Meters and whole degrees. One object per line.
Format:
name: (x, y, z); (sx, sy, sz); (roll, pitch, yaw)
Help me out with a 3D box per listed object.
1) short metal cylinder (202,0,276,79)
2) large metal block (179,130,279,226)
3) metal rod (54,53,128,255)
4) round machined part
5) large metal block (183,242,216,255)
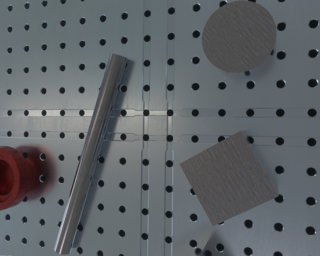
short metal cylinder: (0.095, -0.101, 0.366); (0.080, 0.050, 0.079); (0, 90, 20)
large metal block: (0.083, 0.057, 0.370); (0.080, 0.050, 0.080); (-31, 80, 17)
metal rod: (-0.101, 0.041, 0.448); (0.025, 0.025, 0.298); (19, 96, 19)
round machined part: (-0.244, 0.077, 0.489); (0.098, 0.042, 0.097); (0, 90, 20)
large metal block: (0.044, 0.204, 0.384); (0.080, 0.050, 0.080); (-36, 79, 16)
